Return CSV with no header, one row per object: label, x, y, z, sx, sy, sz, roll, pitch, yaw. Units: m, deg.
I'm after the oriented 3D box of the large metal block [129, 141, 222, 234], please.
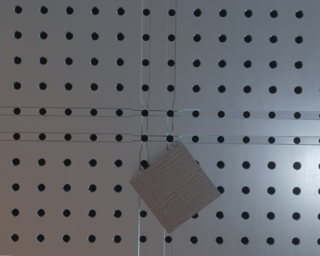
large metal block,0.019,0.073,0.401,0.080,0.050,0.080,-37,90,0
